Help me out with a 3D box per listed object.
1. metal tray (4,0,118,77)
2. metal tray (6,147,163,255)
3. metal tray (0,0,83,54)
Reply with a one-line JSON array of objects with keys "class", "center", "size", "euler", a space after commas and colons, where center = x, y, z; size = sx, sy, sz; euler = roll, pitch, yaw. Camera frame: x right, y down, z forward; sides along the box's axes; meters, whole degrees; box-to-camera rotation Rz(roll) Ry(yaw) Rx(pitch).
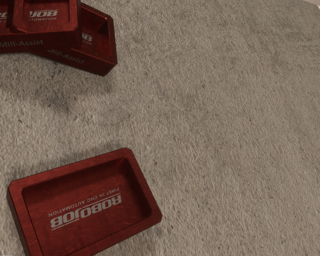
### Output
[{"class": "metal tray", "center": [-0.120, -0.126, 0.394], "size": [0.131, 0.030, 0.090], "euler": [14, 55, -38]}, {"class": "metal tray", "center": [-0.073, 0.080, 0.313], "size": [0.131, 0.030, 0.090], "euler": [-16, 70, -35]}, {"class": "metal tray", "center": [-0.161, -0.134, 0.365], "size": [0.131, 0.030, 0.090], "euler": [-6, 63, -7]}]
